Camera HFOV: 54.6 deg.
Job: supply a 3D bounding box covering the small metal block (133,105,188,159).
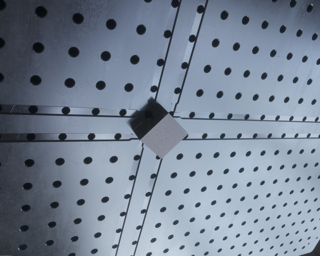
[{"bbox_3d":[0.001,0.006,0.415,0.050,0.025,0.050,-44,130,2],"label":"small metal block"}]
